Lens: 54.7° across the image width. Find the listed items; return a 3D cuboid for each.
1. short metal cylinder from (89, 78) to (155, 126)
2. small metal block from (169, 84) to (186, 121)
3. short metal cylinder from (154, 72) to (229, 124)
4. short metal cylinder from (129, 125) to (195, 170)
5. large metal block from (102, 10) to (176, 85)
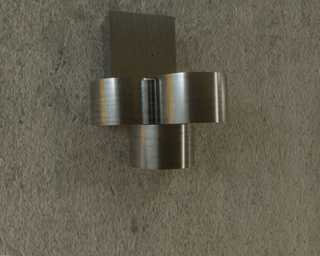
[{"bbox_3d":[-0.041,-0.029,0.366,0.081,0.080,0.050,-2,91,-20],"label":"short metal cylinder"},{"bbox_3d":[0.014,-0.030,0.405,0.025,0.050,0.050,1,90,-20],"label":"small metal block"},{"bbox_3d":[0.034,-0.030,0.341,0.081,0.080,0.050,-2,91,-20],"label":"short metal cylinder"},{"bbox_3d":[0.002,0.021,0.383,0.081,0.080,0.050,0,90,-20],"label":"short metal cylinder"},{"bbox_3d":[-0.027,-0.095,0.388,0.081,0.050,0.080,-2,91,-20],"label":"large metal block"}]
